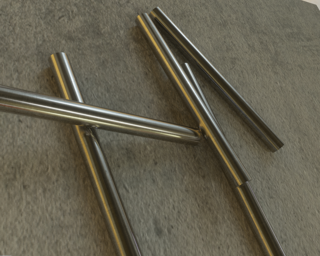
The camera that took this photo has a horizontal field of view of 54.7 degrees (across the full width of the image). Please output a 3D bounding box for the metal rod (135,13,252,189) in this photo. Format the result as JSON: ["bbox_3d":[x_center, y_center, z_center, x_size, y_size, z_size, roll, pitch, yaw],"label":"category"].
[{"bbox_3d":[0.038,-0.052,0.442,0.025,0.025,0.299,-13,64,-34],"label":"metal rod"}]

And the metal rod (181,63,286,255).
[{"bbox_3d":[0.090,0.037,0.431,0.025,0.025,0.299,-11,67,-33],"label":"metal rod"}]

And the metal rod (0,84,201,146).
[{"bbox_3d":[-0.074,-0.013,0.339,0.302,0.025,0.025,12,56,-35],"label":"metal rod"}]

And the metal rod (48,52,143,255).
[{"bbox_3d":[-0.069,0.042,0.341,0.025,0.025,0.299,-12,68,-33],"label":"metal rod"}]

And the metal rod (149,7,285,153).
[{"bbox_3d":[0.089,-0.081,0.503,0.300,0.025,0.025,49,51,6],"label":"metal rod"}]
